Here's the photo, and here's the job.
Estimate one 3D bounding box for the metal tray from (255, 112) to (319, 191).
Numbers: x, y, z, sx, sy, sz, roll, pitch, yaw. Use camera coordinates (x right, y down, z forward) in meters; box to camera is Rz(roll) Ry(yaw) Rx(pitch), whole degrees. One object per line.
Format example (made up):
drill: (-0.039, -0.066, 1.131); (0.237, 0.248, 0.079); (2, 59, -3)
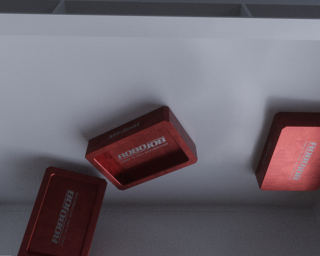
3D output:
metal tray: (0.197, 0.037, 0.441); (0.091, 0.030, 0.129); (1, 130, -1)

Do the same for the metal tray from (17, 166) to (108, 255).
metal tray: (-0.138, 0.129, 0.450); (0.091, 0.130, 0.030); (16, 162, -12)

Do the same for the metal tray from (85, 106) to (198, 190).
metal tray: (-0.025, 0.033, 0.433); (0.130, 0.030, 0.090); (-24, 127, 18)
